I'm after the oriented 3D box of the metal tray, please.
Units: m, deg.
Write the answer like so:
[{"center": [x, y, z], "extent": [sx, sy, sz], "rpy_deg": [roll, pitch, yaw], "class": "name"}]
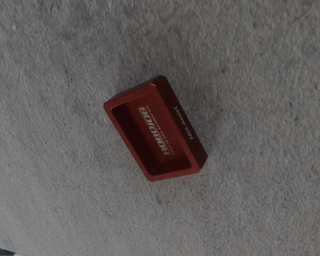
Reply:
[{"center": [-0.006, 0.006, 0.410], "extent": [0.090, 0.030, 0.130], "rpy_deg": [-18, 109, 35], "class": "metal tray"}]
